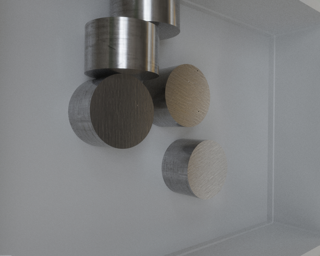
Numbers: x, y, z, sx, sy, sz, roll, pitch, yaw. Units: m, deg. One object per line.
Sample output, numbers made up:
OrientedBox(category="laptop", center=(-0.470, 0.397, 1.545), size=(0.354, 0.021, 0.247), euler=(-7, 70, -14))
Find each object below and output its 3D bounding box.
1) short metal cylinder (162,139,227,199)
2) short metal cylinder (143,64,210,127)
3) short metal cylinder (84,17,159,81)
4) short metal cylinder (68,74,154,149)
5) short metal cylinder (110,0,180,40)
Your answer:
OrientedBox(category="short metal cylinder", center=(0.049, 0.056, 0.434), size=(0.081, 0.050, 0.079), euler=(0, 90, -40))
OrientedBox(category="short metal cylinder", center=(0.021, -0.041, 0.410), size=(0.081, 0.050, 0.079), euler=(0, 90, -40))
OrientedBox(category="short metal cylinder", center=(-0.041, -0.082, 0.338), size=(0.081, 0.080, 0.050), euler=(1, 90, -40))
OrientedBox(category="short metal cylinder", center=(-0.054, -0.018, 0.347), size=(0.081, 0.050, 0.079), euler=(0, 91, -40))
OrientedBox(category="short metal cylinder", center=(-0.017, -0.136, 0.358), size=(0.081, 0.080, 0.050), euler=(-2, 91, -40))
